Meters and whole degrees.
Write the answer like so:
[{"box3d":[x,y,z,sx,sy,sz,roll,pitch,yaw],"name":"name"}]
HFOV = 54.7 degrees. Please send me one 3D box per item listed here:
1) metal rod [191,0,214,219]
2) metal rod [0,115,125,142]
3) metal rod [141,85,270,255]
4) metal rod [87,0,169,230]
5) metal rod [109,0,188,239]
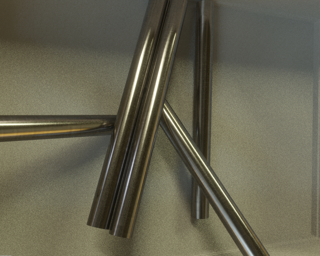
[{"box3d":[0.060,-0.025,0.433,0.025,0.025,0.298,2,90,-20],"name":"metal rod"},{"box3d":[-0.145,0.000,0.287,0.302,0.025,0.025,-3,91,-47],"name":"metal rod"},{"box3d":[0.055,0.060,0.369,0.025,0.025,0.299,-28,75,-18],"name":"metal rod"},{"box3d":[-0.033,-0.035,0.370,0.025,0.025,0.299,19,74,-20],"name":"metal rod"},{"box3d":[-0.008,-0.026,0.367,0.025,0.025,0.299,19,73,-19],"name":"metal rod"}]
